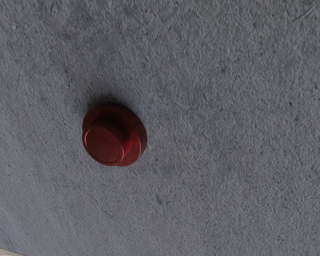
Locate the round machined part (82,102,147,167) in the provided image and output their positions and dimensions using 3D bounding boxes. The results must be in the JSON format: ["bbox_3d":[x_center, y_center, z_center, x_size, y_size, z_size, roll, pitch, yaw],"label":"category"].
[{"bbox_3d":[-0.071,0.016,0.444,0.098,0.042,0.097,13,124,21],"label":"round machined part"}]
